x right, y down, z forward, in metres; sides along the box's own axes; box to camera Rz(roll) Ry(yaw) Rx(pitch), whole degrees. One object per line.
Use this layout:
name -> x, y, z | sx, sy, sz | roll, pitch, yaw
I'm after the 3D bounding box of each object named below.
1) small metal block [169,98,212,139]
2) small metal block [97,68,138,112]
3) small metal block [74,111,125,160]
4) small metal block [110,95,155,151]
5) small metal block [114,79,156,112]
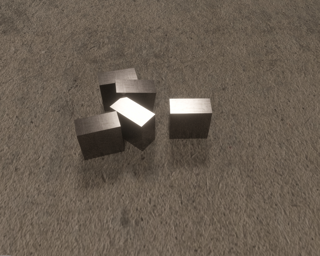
small metal block -> 0.037, -0.011, 0.397 | 0.050, 0.050, 0.025 | -1, 50, -1
small metal block -> -0.057, -0.053, 0.431 | 0.050, 0.050, 0.025 | -10, 50, -9
small metal block -> -0.073, 0.010, 0.378 | 0.050, 0.050, 0.025 | -13, 52, -11
small metal block -> -0.034, -0.005, 0.391 | 0.050, 0.050, 0.025 | 32, 57, 22
small metal block -> -0.035, -0.038, 0.414 | 0.050, 0.050, 0.025 | -1, 50, -13
